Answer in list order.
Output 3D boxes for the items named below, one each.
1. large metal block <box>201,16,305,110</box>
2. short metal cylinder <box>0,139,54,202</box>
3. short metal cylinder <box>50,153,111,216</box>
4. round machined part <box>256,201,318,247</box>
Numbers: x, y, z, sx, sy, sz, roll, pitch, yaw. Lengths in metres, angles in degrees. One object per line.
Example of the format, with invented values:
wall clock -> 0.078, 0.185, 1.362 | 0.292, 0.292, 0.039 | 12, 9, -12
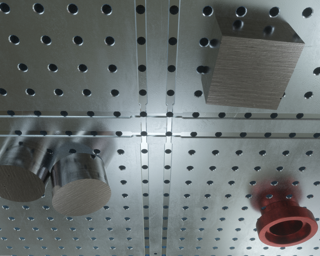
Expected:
large metal block -> 0.095, -0.069, 0.337 | 0.081, 0.050, 0.079 | 4, 130, -4
short metal cylinder -> -0.200, 0.062, 0.446 | 0.081, 0.050, 0.079 | 0, 130, 0
short metal cylinder -> -0.116, 0.083, 0.450 | 0.081, 0.050, 0.079 | -12, 132, -13
round machined part -> 0.218, 0.165, 0.543 | 0.099, 0.042, 0.097 | 0, 130, 0
